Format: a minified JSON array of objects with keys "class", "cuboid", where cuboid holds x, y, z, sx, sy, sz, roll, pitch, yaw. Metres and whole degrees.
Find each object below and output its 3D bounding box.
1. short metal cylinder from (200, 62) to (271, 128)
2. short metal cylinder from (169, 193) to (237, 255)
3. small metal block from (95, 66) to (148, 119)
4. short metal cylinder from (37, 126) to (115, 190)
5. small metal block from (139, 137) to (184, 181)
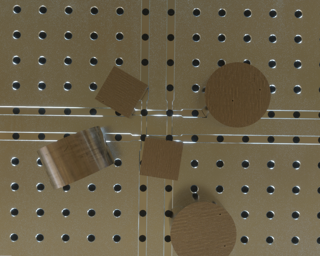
[{"class":"short metal cylinder","cuboid":[0.095,-0.040,0.401,0.081,0.050,0.079,0,90,0]},{"class":"short metal cylinder","cuboid":[0.053,0.129,0.401,0.081,0.050,0.079,0,90,0]},{"class":"small metal block","cuboid":[-0.050,-0.047,0.413,0.050,0.025,0.050,30,90,0]},{"class":"short metal cylinder","cuboid":[-0.103,0.036,0.385,0.080,0.080,0.050,-23,90,0]},{"class":"small metal block","cuboid":[0.002,0.040,0.413,0.050,0.025,0.050,9,90,0]}]
